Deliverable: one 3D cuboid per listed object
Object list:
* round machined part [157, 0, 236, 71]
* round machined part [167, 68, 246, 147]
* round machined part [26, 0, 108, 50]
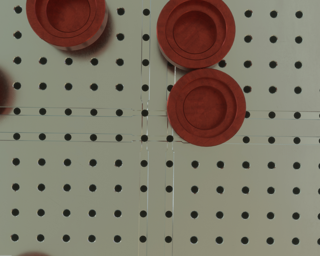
[{"bbox_3d":[0.045,-0.122,0.405,0.099,0.042,0.097,0,90,0],"label":"round machined part"},{"bbox_3d":[0.058,-0.026,0.405,0.099,0.042,0.097,0,91,0],"label":"round machined part"},{"bbox_3d":[-0.117,-0.149,0.404,0.099,0.042,0.097,0,90,0],"label":"round machined part"}]
